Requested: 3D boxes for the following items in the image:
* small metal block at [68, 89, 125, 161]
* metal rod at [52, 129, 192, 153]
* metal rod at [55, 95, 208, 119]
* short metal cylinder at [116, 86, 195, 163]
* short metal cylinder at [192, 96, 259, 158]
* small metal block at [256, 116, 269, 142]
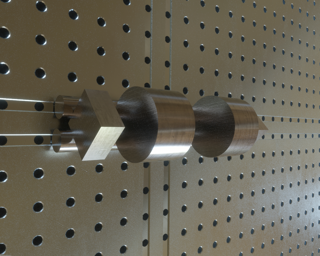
[{"bbox_3d":[-0.065,-0.003,0.309,0.025,0.050,0.050,1,47,-40],"label":"small metal block"},{"bbox_3d":[0.009,0.015,0.417,0.302,0.025,0.025,1,90,-40],"label":"metal rod"},{"bbox_3d":[0.011,-0.020,0.419,0.302,0.025,0.025,1,90,-40],"label":"metal rod"},{"bbox_3d":[-0.008,-0.003,0.338,0.050,0.080,0.080,1,90,-40],"label":"short metal cylinder"},{"bbox_3d":[0.083,-0.002,0.414,0.050,0.080,0.080,1,90,-40],"label":"short metal cylinder"},{"bbox_3d":[0.126,0.000,0.469,0.025,0.050,0.050,1,49,-40],"label":"small metal block"}]
